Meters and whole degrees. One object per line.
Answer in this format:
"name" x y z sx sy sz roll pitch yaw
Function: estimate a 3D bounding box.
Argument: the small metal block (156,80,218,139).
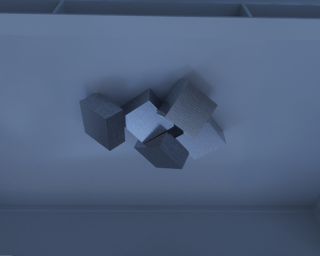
"small metal block" 0.033 -0.023 0.373 0.050 0.025 0.050 36 86 -27

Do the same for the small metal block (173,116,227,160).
"small metal block" 0.053 0.010 0.416 0.050 0.025 0.050 -29 125 22

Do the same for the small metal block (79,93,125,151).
"small metal block" -0.070 -0.008 0.381 0.050 0.025 0.050 31 138 31

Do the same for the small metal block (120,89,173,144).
"small metal block" -0.017 -0.014 0.395 0.050 0.025 0.050 -30 124 23

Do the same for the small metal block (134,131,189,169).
"small metal block" 0.002 0.031 0.418 0.050 0.025 0.050 -4 139 46
